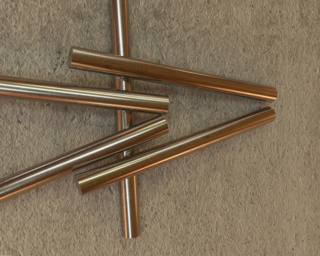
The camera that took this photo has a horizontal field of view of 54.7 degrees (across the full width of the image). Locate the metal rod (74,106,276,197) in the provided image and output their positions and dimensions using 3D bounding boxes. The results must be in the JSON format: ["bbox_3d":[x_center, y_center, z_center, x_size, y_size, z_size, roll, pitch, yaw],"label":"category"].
[{"bbox_3d":[0.038,0.022,0.409,0.302,0.025,0.025,-18,97,-26],"label":"metal rod"}]

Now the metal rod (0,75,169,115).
[{"bbox_3d":[-0.138,-0.042,0.344,0.302,0.025,0.025,5,88,-15],"label":"metal rod"}]

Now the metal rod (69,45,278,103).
[{"bbox_3d":[0.036,-0.065,0.407,0.302,0.025,0.025,6,88,-27],"label":"metal rod"}]

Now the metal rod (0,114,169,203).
[{"bbox_3d":[-0.130,0.051,0.348,0.302,0.025,0.025,-22,98,-14],"label":"metal rod"}]

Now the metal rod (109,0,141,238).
[{"bbox_3d":[-0.045,-0.012,0.394,0.025,0.025,0.298,-3,91,-20],"label":"metal rod"}]
